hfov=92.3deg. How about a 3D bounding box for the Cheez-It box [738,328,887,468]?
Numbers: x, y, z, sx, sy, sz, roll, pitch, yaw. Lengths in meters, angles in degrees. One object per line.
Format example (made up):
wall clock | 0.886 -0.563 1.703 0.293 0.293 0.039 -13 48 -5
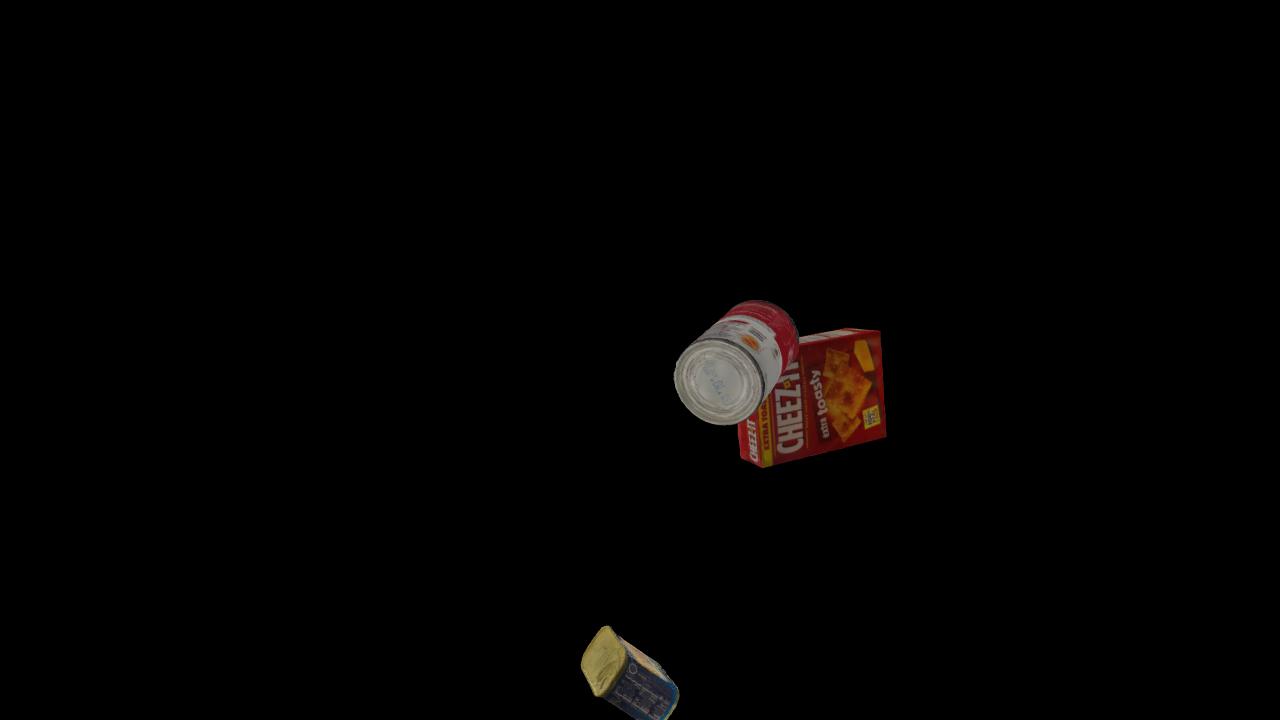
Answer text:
Cheez-It box | 0.248 0.049 0.896 0.223 0.166 0.071 -9 9 -20

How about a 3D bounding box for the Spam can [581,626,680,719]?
Spam can | -0.012 0.367 0.712 0.085 0.058 0.101 39 -13 -13

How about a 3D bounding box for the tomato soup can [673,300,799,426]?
tomato soup can | 0.075 -0.001 0.465 0.068 0.068 0.101 0 19 28
